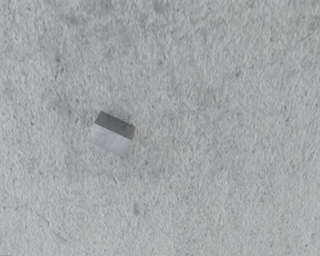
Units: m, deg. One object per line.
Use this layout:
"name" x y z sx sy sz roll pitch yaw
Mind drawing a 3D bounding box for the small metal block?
"small metal block" -0.062 0.006 0.398 0.050 0.050 0.025 26 108 -9
